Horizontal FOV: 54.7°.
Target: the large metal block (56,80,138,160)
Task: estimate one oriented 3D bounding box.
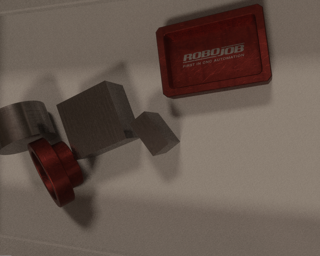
[{"bbox_3d":[-0.083,-0.009,0.425,0.080,0.050,0.080,-23,83,18],"label":"large metal block"}]

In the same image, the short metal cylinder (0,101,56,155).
[{"bbox_3d":[-0.199,0.000,0.450,0.080,0.080,0.050,-26,82,18],"label":"short metal cylinder"}]

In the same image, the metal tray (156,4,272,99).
[{"bbox_3d":[0.065,-0.090,0.384,0.130,0.030,0.089,-7,88,19],"label":"metal tray"}]

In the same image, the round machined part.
[{"bbox_3d":[-0.142,0.057,0.432,0.098,0.042,0.097,39,144,37],"label":"round machined part"}]

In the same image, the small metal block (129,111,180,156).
[{"bbox_3d":[-0.005,0.007,0.398,0.025,0.050,0.050,-40,78,15],"label":"small metal block"}]
